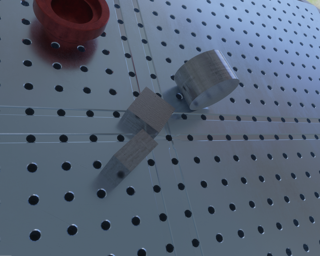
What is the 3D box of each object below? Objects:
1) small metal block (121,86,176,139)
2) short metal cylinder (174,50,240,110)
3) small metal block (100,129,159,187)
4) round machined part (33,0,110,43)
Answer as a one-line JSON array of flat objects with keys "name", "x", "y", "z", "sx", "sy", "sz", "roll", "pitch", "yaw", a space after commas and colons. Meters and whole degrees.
[{"name": "small metal block", "x": -0.015, "y": -0.019, "z": 0.413, "sx": 0.050, "sy": 0.025, "sz": 0.050, "roll": 37, "pitch": 51, "yaw": -4}, {"name": "short metal cylinder", "x": 0.068, "y": -0.069, "z": 0.453, "sx": 0.081, "sy": 0.080, "sz": 0.050, "roll": -15, "pitch": 70, "yaw": -34}, {"name": "small metal block", "x": -0.035, "y": 0.035, "z": 0.353, "sx": 0.025, "sy": 0.050, "sz": 0.050, "roll": 44, "pitch": 51, "yaw": 2}, {"name": "round machined part", "x": -0.123, "y": -0.157, "z": 0.428, "sx": 0.099, "sy": 0.042, "sz": 0.098, "roll": 14, "pitch": 56, "yaw": -21}]
